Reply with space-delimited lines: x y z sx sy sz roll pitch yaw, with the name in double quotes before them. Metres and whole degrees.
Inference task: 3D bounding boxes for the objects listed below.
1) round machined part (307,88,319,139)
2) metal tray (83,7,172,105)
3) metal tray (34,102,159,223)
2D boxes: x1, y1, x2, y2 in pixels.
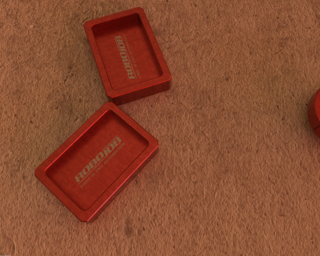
"round machined part" 0.243 -0.014 0.407 0.099 0.042 0.098 0 70 -1
"metal tray" -0.047 -0.104 0.442 0.091 0.030 0.130 -18 71 -7
"metal tray" -0.076 0.041 0.389 0.090 0.030 0.130 40 74 13
